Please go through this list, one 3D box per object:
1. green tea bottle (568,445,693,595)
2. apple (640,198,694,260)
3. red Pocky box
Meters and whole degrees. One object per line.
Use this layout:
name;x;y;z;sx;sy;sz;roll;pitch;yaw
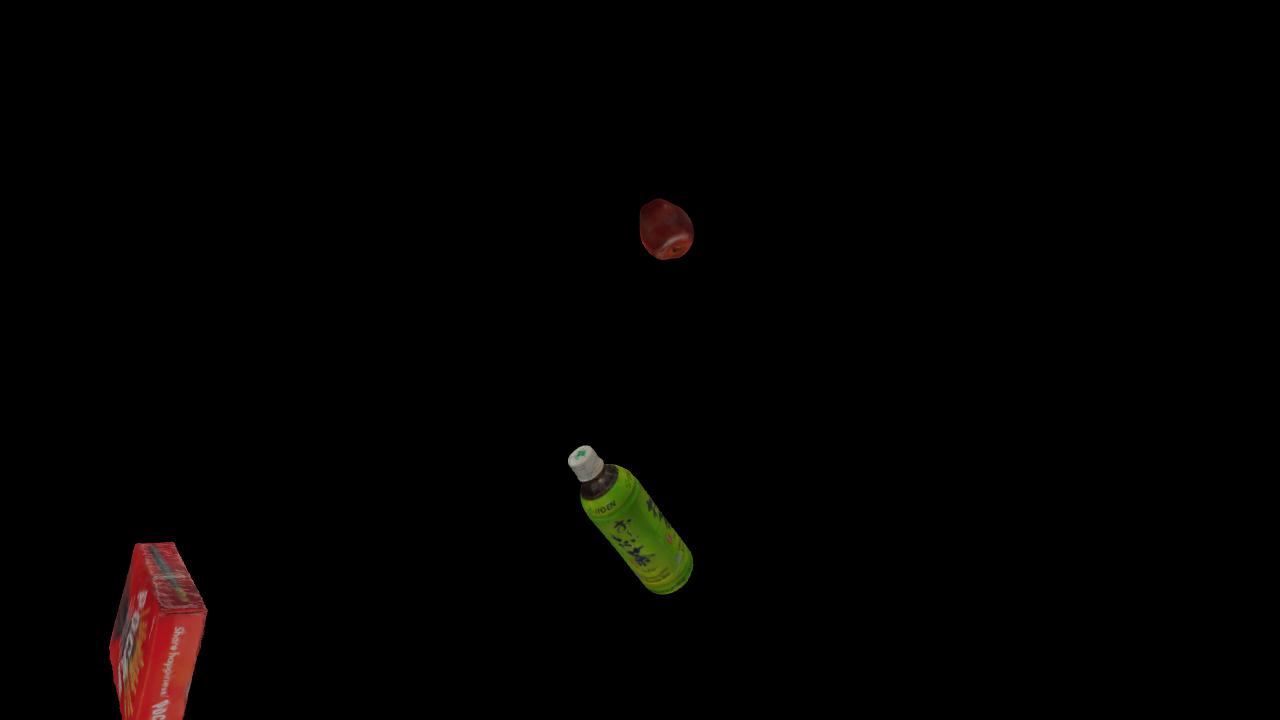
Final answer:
green tea bottle;-0.014;0.180;0.702;0.073;0.212;0.073;-27;28;16
apple;0.037;-0.192;0.901;0.079;0.093;0.079;-19;-25;-9
red Pocky box;-0.333;0.186;0.422;0.028;0.083;0.155;16;-8;-43
